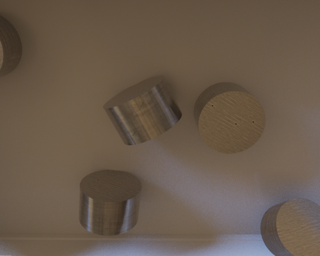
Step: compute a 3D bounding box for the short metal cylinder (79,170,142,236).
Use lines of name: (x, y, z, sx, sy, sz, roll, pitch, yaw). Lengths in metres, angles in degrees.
short metal cylinder: (-0.067, 0.098, 0.417, 0.081, 0.080, 0.050, 6, 110, -3)

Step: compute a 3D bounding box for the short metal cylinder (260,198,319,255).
short metal cylinder: (0.189, 0.142, 0.431, 0.081, 0.050, 0.080, 3, 66, -6)

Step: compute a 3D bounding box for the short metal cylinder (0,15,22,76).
short metal cylinder: (-0.212, -0.094, 0.360, 0.081, 0.050, 0.079, 0, 110, -1)

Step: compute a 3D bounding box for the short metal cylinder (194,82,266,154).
short metal cylinder: (0.086, -0.014, 0.394, 0.081, 0.050, 0.079, 0, 110, -1)

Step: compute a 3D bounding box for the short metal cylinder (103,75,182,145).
short metal cylinder: (-0.020, -0.022, 0.374, 0.080, 0.080, 0.050, -25, 109, 8)
